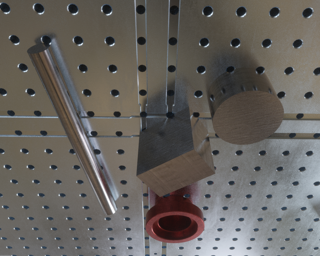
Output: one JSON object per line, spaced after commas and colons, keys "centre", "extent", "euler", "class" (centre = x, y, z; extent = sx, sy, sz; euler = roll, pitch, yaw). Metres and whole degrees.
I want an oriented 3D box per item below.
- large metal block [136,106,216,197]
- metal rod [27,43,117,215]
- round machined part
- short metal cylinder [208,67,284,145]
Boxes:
{"centre": [0.019, 0.030, 0.401], "extent": [0.080, 0.080, 0.050], "euler": [-28, 125, 21], "class": "large metal block"}
{"centre": [-0.108, 0.026, 0.432], "extent": [0.025, 0.025, 0.298], "euler": [-7, 130, 6], "class": "metal rod"}
{"centre": [0.025, 0.153, 0.531], "extent": [0.099, 0.042, 0.097], "euler": [0, 130, 0], "class": "round machined part"}
{"centre": [0.101, -0.026, 0.374], "extent": [0.081, 0.050, 0.079], "euler": [0, 130, 0], "class": "short metal cylinder"}
